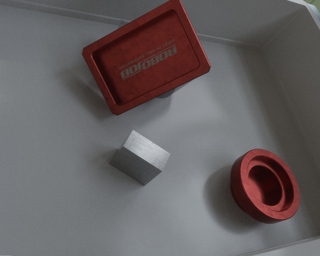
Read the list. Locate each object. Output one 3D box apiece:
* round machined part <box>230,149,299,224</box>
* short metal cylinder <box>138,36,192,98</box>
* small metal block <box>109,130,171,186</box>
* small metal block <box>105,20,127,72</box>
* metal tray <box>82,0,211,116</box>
[{"bbox_3d":[0.136,0.081,0.421,0.099,0.042,0.098,14,56,-21],"label":"round machined part"},{"bbox_3d":[0.006,-0.088,0.429,0.080,0.080,0.050,48,51,5],"label":"short metal cylinder"},{"bbox_3d":[-0.024,0.036,0.356,0.050,0.050,0.025,33,51,-7],"label":"small metal block"},{"bbox_3d":[-0.057,-0.111,0.428,0.025,0.050,0.050,24,53,-14],"label":"small metal block"},{"bbox_3d":[-0.016,-0.082,0.372,0.090,0.130,0.030,64,14,-6],"label":"metal tray"}]
